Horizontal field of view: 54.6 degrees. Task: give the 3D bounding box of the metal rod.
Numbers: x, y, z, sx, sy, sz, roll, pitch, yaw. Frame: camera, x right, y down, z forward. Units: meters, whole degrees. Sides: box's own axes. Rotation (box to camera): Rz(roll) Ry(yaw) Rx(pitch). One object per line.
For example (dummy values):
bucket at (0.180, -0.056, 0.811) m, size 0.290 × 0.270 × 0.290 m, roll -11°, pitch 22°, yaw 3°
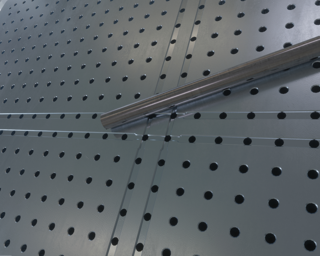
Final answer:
metal rod at (0.056, -0.053, 0.412) m, size 0.300 × 0.025 × 0.025 m, roll -18°, pitch 55°, yaw 18°
